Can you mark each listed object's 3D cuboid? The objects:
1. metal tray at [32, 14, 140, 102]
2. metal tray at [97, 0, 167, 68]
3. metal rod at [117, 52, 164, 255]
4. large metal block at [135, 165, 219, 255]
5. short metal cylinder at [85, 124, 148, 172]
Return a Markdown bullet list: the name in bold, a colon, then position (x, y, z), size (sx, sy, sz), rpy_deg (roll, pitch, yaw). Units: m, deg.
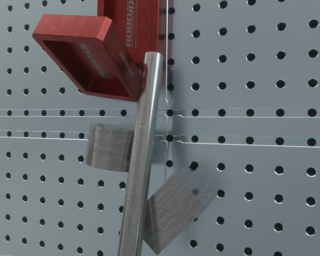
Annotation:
- **metal tray**: position (-0.081, -0.082, 0.385), size (0.090, 0.130, 0.030), rpy_deg (9, 68, 20)
- **metal tray**: position (-0.039, -0.149, 0.423), size (0.090, 0.030, 0.129), rpy_deg (2, 91, 19)
- **metal rod**: position (-0.024, 0.055, 0.345), size (0.025, 0.025, 0.299), rpy_deg (1, 74, 20)
- **large metal block**: position (0.020, 0.095, 0.376), size (0.050, 0.080, 0.080), rpy_deg (46, 104, 14)
- **short metal cylinder**: position (-0.053, 0.024, 0.402), size (0.080, 0.080, 0.050), rpy_deg (9, 93, 20)
